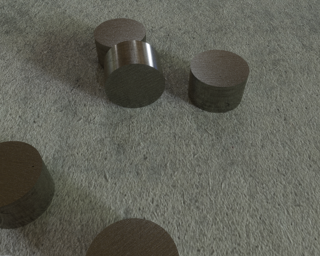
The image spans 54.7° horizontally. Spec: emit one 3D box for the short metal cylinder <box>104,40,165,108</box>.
[{"bbox_3d":[-0.036,-0.073,0.428,0.081,0.080,0.050,-6,51,-5],"label":"short metal cylinder"}]

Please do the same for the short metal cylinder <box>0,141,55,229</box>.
[{"bbox_3d":[-0.162,0.061,0.335,0.080,0.050,0.080,0,50,0],"label":"short metal cylinder"}]

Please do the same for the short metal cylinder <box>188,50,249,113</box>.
[{"bbox_3d":[0.082,-0.068,0.444,0.080,0.050,0.080,0,50,0],"label":"short metal cylinder"}]

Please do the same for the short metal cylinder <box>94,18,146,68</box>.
[{"bbox_3d":[-0.062,-0.133,0.498,0.080,0.050,0.080,0,50,0],"label":"short metal cylinder"}]

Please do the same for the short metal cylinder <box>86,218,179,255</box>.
[{"bbox_3d":[-0.023,0.129,0.278,0.080,0.050,0.080,0,50,0],"label":"short metal cylinder"}]
